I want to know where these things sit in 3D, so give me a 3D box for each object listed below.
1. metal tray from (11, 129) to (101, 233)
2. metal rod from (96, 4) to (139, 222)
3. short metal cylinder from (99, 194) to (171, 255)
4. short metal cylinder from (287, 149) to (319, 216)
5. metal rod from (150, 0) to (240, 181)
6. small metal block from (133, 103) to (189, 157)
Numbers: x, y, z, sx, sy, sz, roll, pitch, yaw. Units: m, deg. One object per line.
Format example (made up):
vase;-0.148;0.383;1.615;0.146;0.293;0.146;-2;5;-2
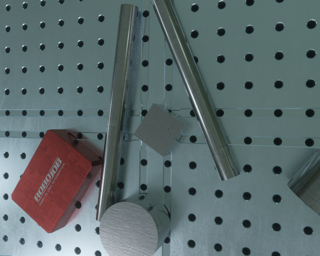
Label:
metal tray;-0.156;0.078;0.463;0.090;0.030;0.129;35;101;16
metal rod;-0.060;-0.019;0.432;0.025;0.025;0.298;8;93;19
short metal cylinder;-0.032;0.132;0.410;0.080;0.050;0.079;0;90;19
short metal cylinder;0.182;0.066;0.320;0.080;0.080;0.050;40;103;15
metal rod;0.035;-0.078;0.399;0.025;0.025;0.299;-23;83;18
small metal block;0.002;0.002;0.411;0.050;0.025;0.050;36;101;16
